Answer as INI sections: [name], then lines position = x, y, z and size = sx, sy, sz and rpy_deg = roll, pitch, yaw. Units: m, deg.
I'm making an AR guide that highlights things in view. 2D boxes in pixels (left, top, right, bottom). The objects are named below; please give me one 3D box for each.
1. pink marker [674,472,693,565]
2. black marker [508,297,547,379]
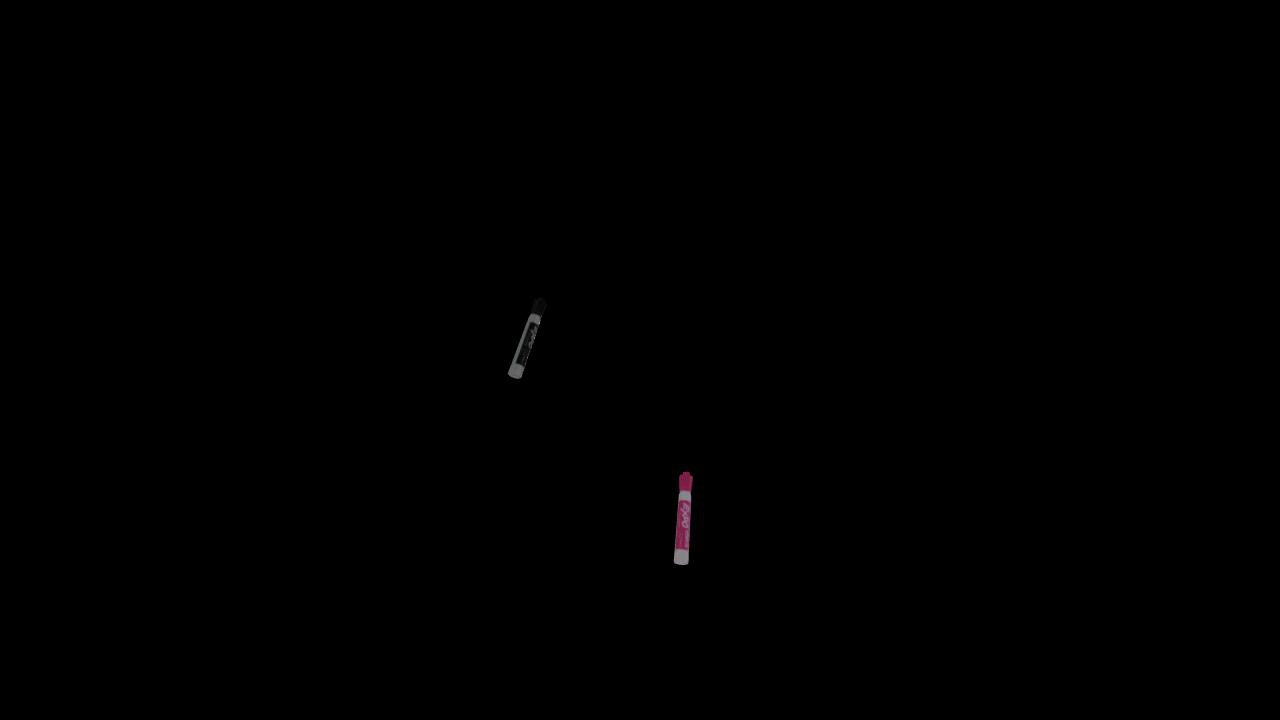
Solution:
[pink marker]
position = 0.057, 0.204, 0.804
size = 0.020, 0.121, 0.020
rpy_deg = 5, -31, 3
[black marker]
position = -0.154, -0.032, 0.848
size = 0.020, 0.121, 0.020
rpy_deg = 14, -21, 5
